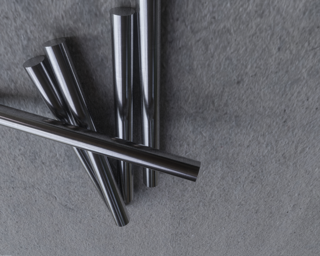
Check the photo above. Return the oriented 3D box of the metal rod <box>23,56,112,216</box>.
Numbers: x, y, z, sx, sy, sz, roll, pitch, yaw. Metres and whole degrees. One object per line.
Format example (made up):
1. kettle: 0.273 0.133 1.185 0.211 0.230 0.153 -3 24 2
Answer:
1. metal rod: -0.105 0.037 0.436 0.025 0.025 0.299 -11 130 8

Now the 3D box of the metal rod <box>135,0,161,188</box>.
1. metal rod: -0.012 -0.032 0.379 0.025 0.025 0.298 0 130 -1

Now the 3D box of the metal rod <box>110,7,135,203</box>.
1. metal rod: -0.046 -0.003 0.404 0.025 0.025 0.298 2 130 -3

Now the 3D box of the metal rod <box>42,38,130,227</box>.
1. metal rod: -0.086 0.029 0.413 0.025 0.025 0.298 -8 125 6

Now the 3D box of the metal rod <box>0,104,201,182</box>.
1. metal rod: -0.101 0.010 0.369 0.302 0.025 0.025 16 130 4
